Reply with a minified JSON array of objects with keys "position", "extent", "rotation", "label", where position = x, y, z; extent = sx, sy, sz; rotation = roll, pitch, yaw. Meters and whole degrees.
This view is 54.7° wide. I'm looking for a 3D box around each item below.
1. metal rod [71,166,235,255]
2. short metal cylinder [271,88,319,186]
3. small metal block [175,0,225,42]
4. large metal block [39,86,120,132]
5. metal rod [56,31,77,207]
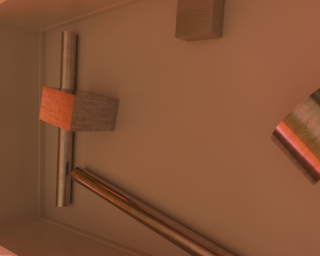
[{"position":[-0.026,0.116,0.425],"extent":[0.300,0.025,0.025],"rotation":[20,102,38],"label":"metal rod"},{"position":[0.141,0.003,0.254],"extent":[0.080,0.081,0.050],"rotation":[-50,61,28],"label":"short metal cylinder"},{"position":[0.047,-0.132,0.366],"extent":[0.050,0.025,0.050],"rotation":[6,94,39],"label":"small metal block"},{"position":[-0.122,-0.029,0.469],"extent":[0.080,0.081,0.050],"rotation":[17,101,38],"label":"large metal block"},{"position":[-0.163,-0.014,0.537],"extent":[0.025,0.025,0.298],"rotation":[5,93,39],"label":"metal rod"}]
